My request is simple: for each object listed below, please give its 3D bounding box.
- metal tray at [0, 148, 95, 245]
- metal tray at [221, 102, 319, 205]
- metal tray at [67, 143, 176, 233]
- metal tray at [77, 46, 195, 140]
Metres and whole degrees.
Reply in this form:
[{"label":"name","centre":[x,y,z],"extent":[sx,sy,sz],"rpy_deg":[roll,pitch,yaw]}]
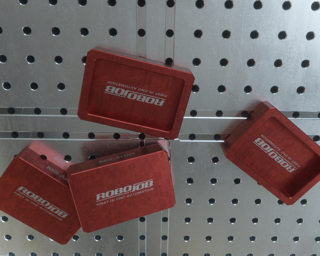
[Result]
[{"label":"metal tray","centre":[-0.165,0.100,0.446],"extent":[0.130,0.030,0.090],"rpy_deg":[36,106,-13]},{"label":"metal tray","centre":[0.162,0.037,0.426],"extent":[0.130,0.030,0.090],"rpy_deg":[37,106,-13]},{"label":"metal tray","centre":[-0.050,0.080,0.421],"extent":[0.131,0.030,0.089],"rpy_deg":[-14,111,-13]},{"label":"metal tray","centre":[-0.031,-0.043,0.394],"extent":[0.131,0.030,0.089],"rpy_deg":[13,110,-5]}]
